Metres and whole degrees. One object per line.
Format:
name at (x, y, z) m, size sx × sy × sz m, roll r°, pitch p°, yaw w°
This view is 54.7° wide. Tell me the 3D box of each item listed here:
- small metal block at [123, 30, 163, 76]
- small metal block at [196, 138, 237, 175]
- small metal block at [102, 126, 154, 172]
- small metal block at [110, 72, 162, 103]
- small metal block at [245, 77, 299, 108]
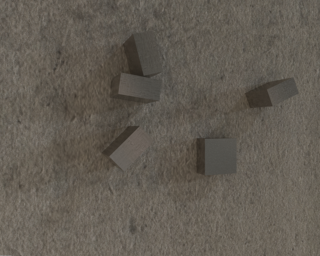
small metal block at (-0.022, -0.089, 0.388) m, size 0.025 × 0.050 × 0.050 m, roll -16°, pitch 96°, yaw -20°
small metal block at (0.080, 0.039, 0.440) m, size 0.050 × 0.025 × 0.050 m, roll 0°, pitch 90°, yaw -21°
small metal block at (-0.041, 0.024, 0.382) m, size 0.050 × 0.050 × 0.025 m, roll -46°, pitch 105°, yaw -14°
small metal block at (-0.031, -0.048, 0.385) m, size 0.050 × 0.050 × 0.025 m, roll 8°, pitch 88°, yaw -20°
small metal block at (0.165, -0.051, 0.458) m, size 0.050 × 0.050 × 0.025 m, roll -24°, pitch 99°, yaw -19°
